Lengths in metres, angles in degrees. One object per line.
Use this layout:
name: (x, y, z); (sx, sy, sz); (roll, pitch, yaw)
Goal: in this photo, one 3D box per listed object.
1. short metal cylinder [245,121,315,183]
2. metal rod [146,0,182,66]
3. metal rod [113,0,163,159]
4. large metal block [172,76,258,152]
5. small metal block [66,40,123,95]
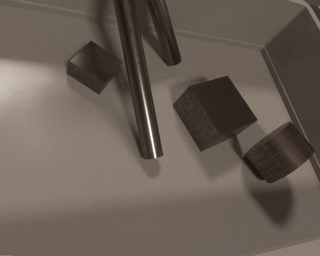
short metal cylinder: (0.170, 0.034, 0.443); (0.081, 0.080, 0.050); (-31, 80, -38)
metal rod: (-0.020, -0.205, 0.385); (0.025, 0.299, 0.025); (-11, 45, 12)
metal rod: (-0.035, -0.110, 0.370); (0.025, 0.025, 0.298); (-14, 96, -34)
large metal block: (0.079, -0.022, 0.448); (0.081, 0.050, 0.080); (-20, 72, -36)
small metal block: (-0.086, -0.080, 0.409); (0.050, 0.025, 0.050); (34, 51, -7)
